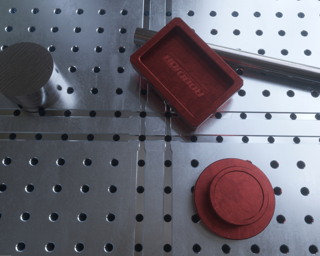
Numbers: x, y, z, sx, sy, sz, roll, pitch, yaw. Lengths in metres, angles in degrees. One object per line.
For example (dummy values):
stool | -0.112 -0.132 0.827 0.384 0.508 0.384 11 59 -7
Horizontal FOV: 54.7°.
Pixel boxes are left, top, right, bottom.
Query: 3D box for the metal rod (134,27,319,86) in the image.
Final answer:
metal rod | 0.110 -0.102 0.450 0.302 0.025 0.025 14 71 4

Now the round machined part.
round machined part | 0.090 0.083 0.373 0.099 0.042 0.098 0 70 -1

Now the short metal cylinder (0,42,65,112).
short metal cylinder | -0.178 -0.068 0.421 0.081 0.050 0.080 0 70 0

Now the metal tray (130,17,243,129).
metal tray | 0.035 -0.074 0.420 0.090 0.030 0.130 -42 82 -4
